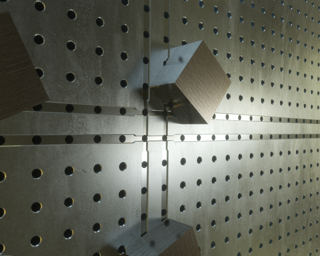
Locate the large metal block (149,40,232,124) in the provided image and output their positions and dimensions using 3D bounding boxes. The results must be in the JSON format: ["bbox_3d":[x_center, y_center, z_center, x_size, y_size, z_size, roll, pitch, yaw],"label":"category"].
[{"bbox_3d":[0.045,-0.061,0.433,0.080,0.050,0.080,47,62,-30],"label":"large metal block"}]

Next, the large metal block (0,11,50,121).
[{"bbox_3d":[-0.156,-0.044,0.263,0.081,0.050,0.080,-32,110,-36],"label":"large metal block"}]

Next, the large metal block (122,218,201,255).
[{"bbox_3d":[0.008,0.178,0.402,0.081,0.050,0.080,-26,107,-37],"label":"large metal block"}]
